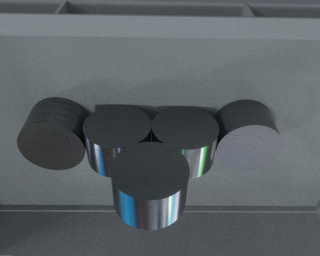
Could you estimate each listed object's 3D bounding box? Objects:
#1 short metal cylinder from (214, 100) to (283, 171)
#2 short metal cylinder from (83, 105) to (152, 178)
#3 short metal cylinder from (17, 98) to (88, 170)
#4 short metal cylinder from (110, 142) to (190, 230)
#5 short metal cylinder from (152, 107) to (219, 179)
[{"bbox_3d":[0.110,0.011,0.401,0.081,0.050,0.079,0,130,0],"label":"short metal cylinder"},{"bbox_3d":[-0.051,0.015,0.383,0.081,0.080,0.050,1,130,-1],"label":"short metal cylinder"},{"bbox_3d":[-0.132,0.009,0.396,0.081,0.050,0.079,0,130,0],"label":"short metal cylinder"},{"bbox_3d":[-0.011,0.060,0.331,0.081,0.080,0.050,1,130,-1],"label":"short metal cylinder"},{"bbox_3d":[0.030,0.017,0.385,0.081,0.080,0.050,1,130,-1],"label":"short metal cylinder"}]
